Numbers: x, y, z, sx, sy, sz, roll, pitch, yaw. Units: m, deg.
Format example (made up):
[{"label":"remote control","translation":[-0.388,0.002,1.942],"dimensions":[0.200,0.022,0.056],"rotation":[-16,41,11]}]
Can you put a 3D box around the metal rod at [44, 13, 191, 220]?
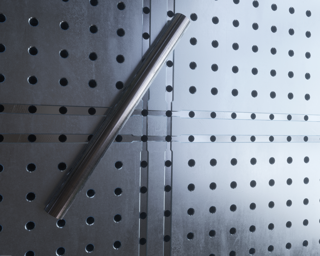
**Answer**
[{"label":"metal rod","translation":[-0.048,-0.023,0.394],"dimensions":[0.025,0.025,0.300],"rotation":[36,79,-17]}]
